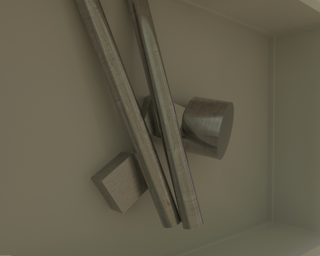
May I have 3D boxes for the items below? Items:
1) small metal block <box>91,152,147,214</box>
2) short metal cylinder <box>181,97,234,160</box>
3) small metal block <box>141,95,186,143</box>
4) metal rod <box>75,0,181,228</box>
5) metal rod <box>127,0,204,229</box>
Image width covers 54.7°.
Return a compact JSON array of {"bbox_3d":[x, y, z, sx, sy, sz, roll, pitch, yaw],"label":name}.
[{"bbox_3d":[-0.045,0.064,0.371,0.050,0.025,0.050,-42,116,-32],"label":"small metal block"},{"bbox_3d":[0.067,-0.001,0.428,0.080,0.050,0.080,11,91,-67],"label":"short metal cylinder"},{"bbox_3d":[0.000,-0.010,0.401,0.050,0.025,0.050,23,75,-23],"label":"small metal block"},{"bbox_3d":[-0.036,-0.023,0.357,0.025,0.025,0.298,-27,101,-37],"label":"metal rod"},{"bbox_3d":[0.004,-0.029,0.375,0.025,0.025,0.298,-12,87,-40],"label":"metal rod"}]
